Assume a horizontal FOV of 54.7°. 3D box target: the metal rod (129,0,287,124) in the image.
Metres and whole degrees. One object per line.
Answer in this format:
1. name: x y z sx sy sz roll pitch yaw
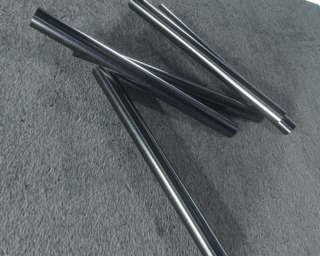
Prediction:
1. metal rod: 0.071 -0.111 0.490 0.300 0.025 0.025 40 51 6

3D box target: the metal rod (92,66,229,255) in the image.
1. metal rod: 0.001 0.046 0.375 0.025 0.025 0.299 -23 74 -36

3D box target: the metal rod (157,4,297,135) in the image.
1. metal rod: 0.107 -0.098 0.520 0.300 0.025 0.025 42 51 1

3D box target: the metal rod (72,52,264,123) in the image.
1. metal rod: 0.025 -0.063 0.455 0.302 0.025 0.025 18 55 -18

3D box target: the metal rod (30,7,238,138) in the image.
1. metal rod: -0.018 -0.062 0.407 0.301 0.025 0.025 28 52 -20
